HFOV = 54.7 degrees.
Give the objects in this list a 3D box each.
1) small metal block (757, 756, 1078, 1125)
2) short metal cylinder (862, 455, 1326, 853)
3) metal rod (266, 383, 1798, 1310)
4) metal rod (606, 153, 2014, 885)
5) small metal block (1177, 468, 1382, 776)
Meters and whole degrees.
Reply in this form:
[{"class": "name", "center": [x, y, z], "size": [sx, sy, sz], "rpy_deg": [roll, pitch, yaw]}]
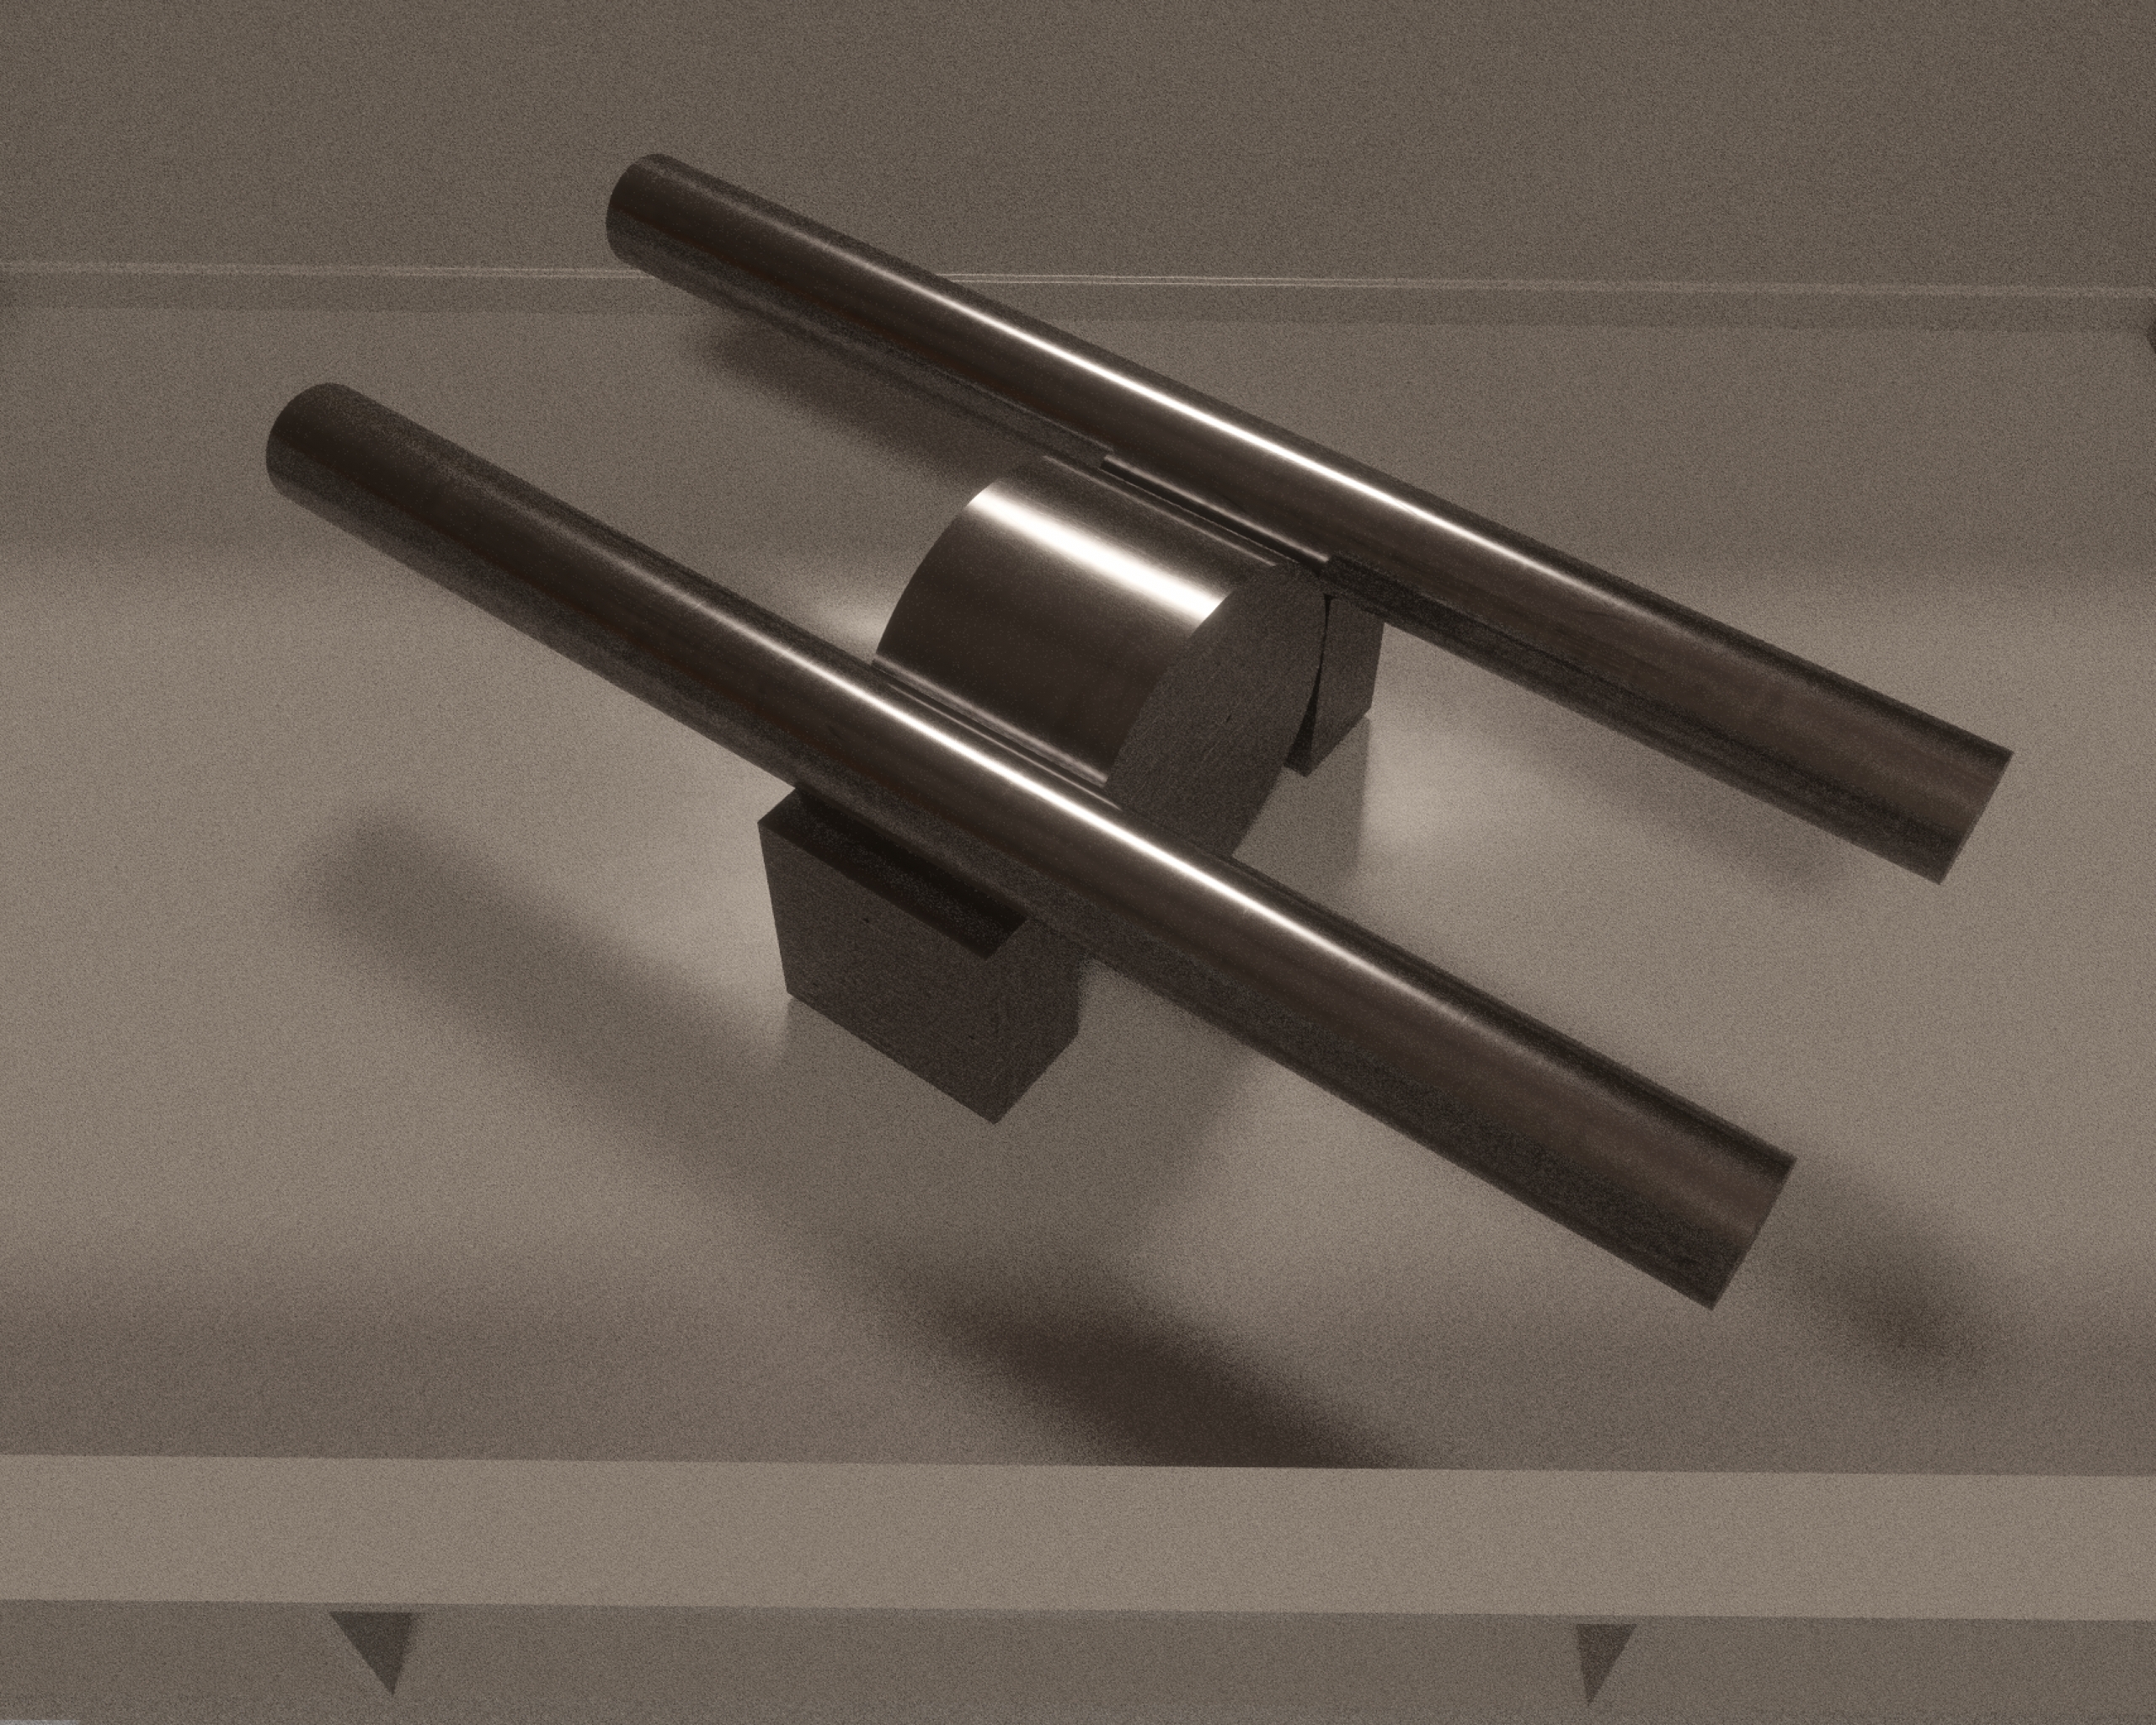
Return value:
[{"class": "small metal block", "center": [-0.028, 0.013, 0.376], "size": [0.050, 0.050, 0.025], "rpy_deg": [30, 56, 22]}, {"class": "short metal cylinder", "center": [0.004, -0.030, 0.393], "size": [0.050, 0.080, 0.080], "rpy_deg": [30, 56, 22]}, {"class": "metal rod", "center": [-0.026, -0.015, 0.352], "size": [0.300, 0.025, 0.025], "rpy_deg": [29, 56, 22]}, {"class": "metal rod", "center": [0.028, -0.075, 0.402], "size": [0.300, 0.025, 0.025], "rpy_deg": [29, 56, 22]}, {"class": "small metal block", "center": [0.035, -0.053, 0.431], "size": [0.050, 0.050, 0.025], "rpy_deg": [30, 56, 22]}]
